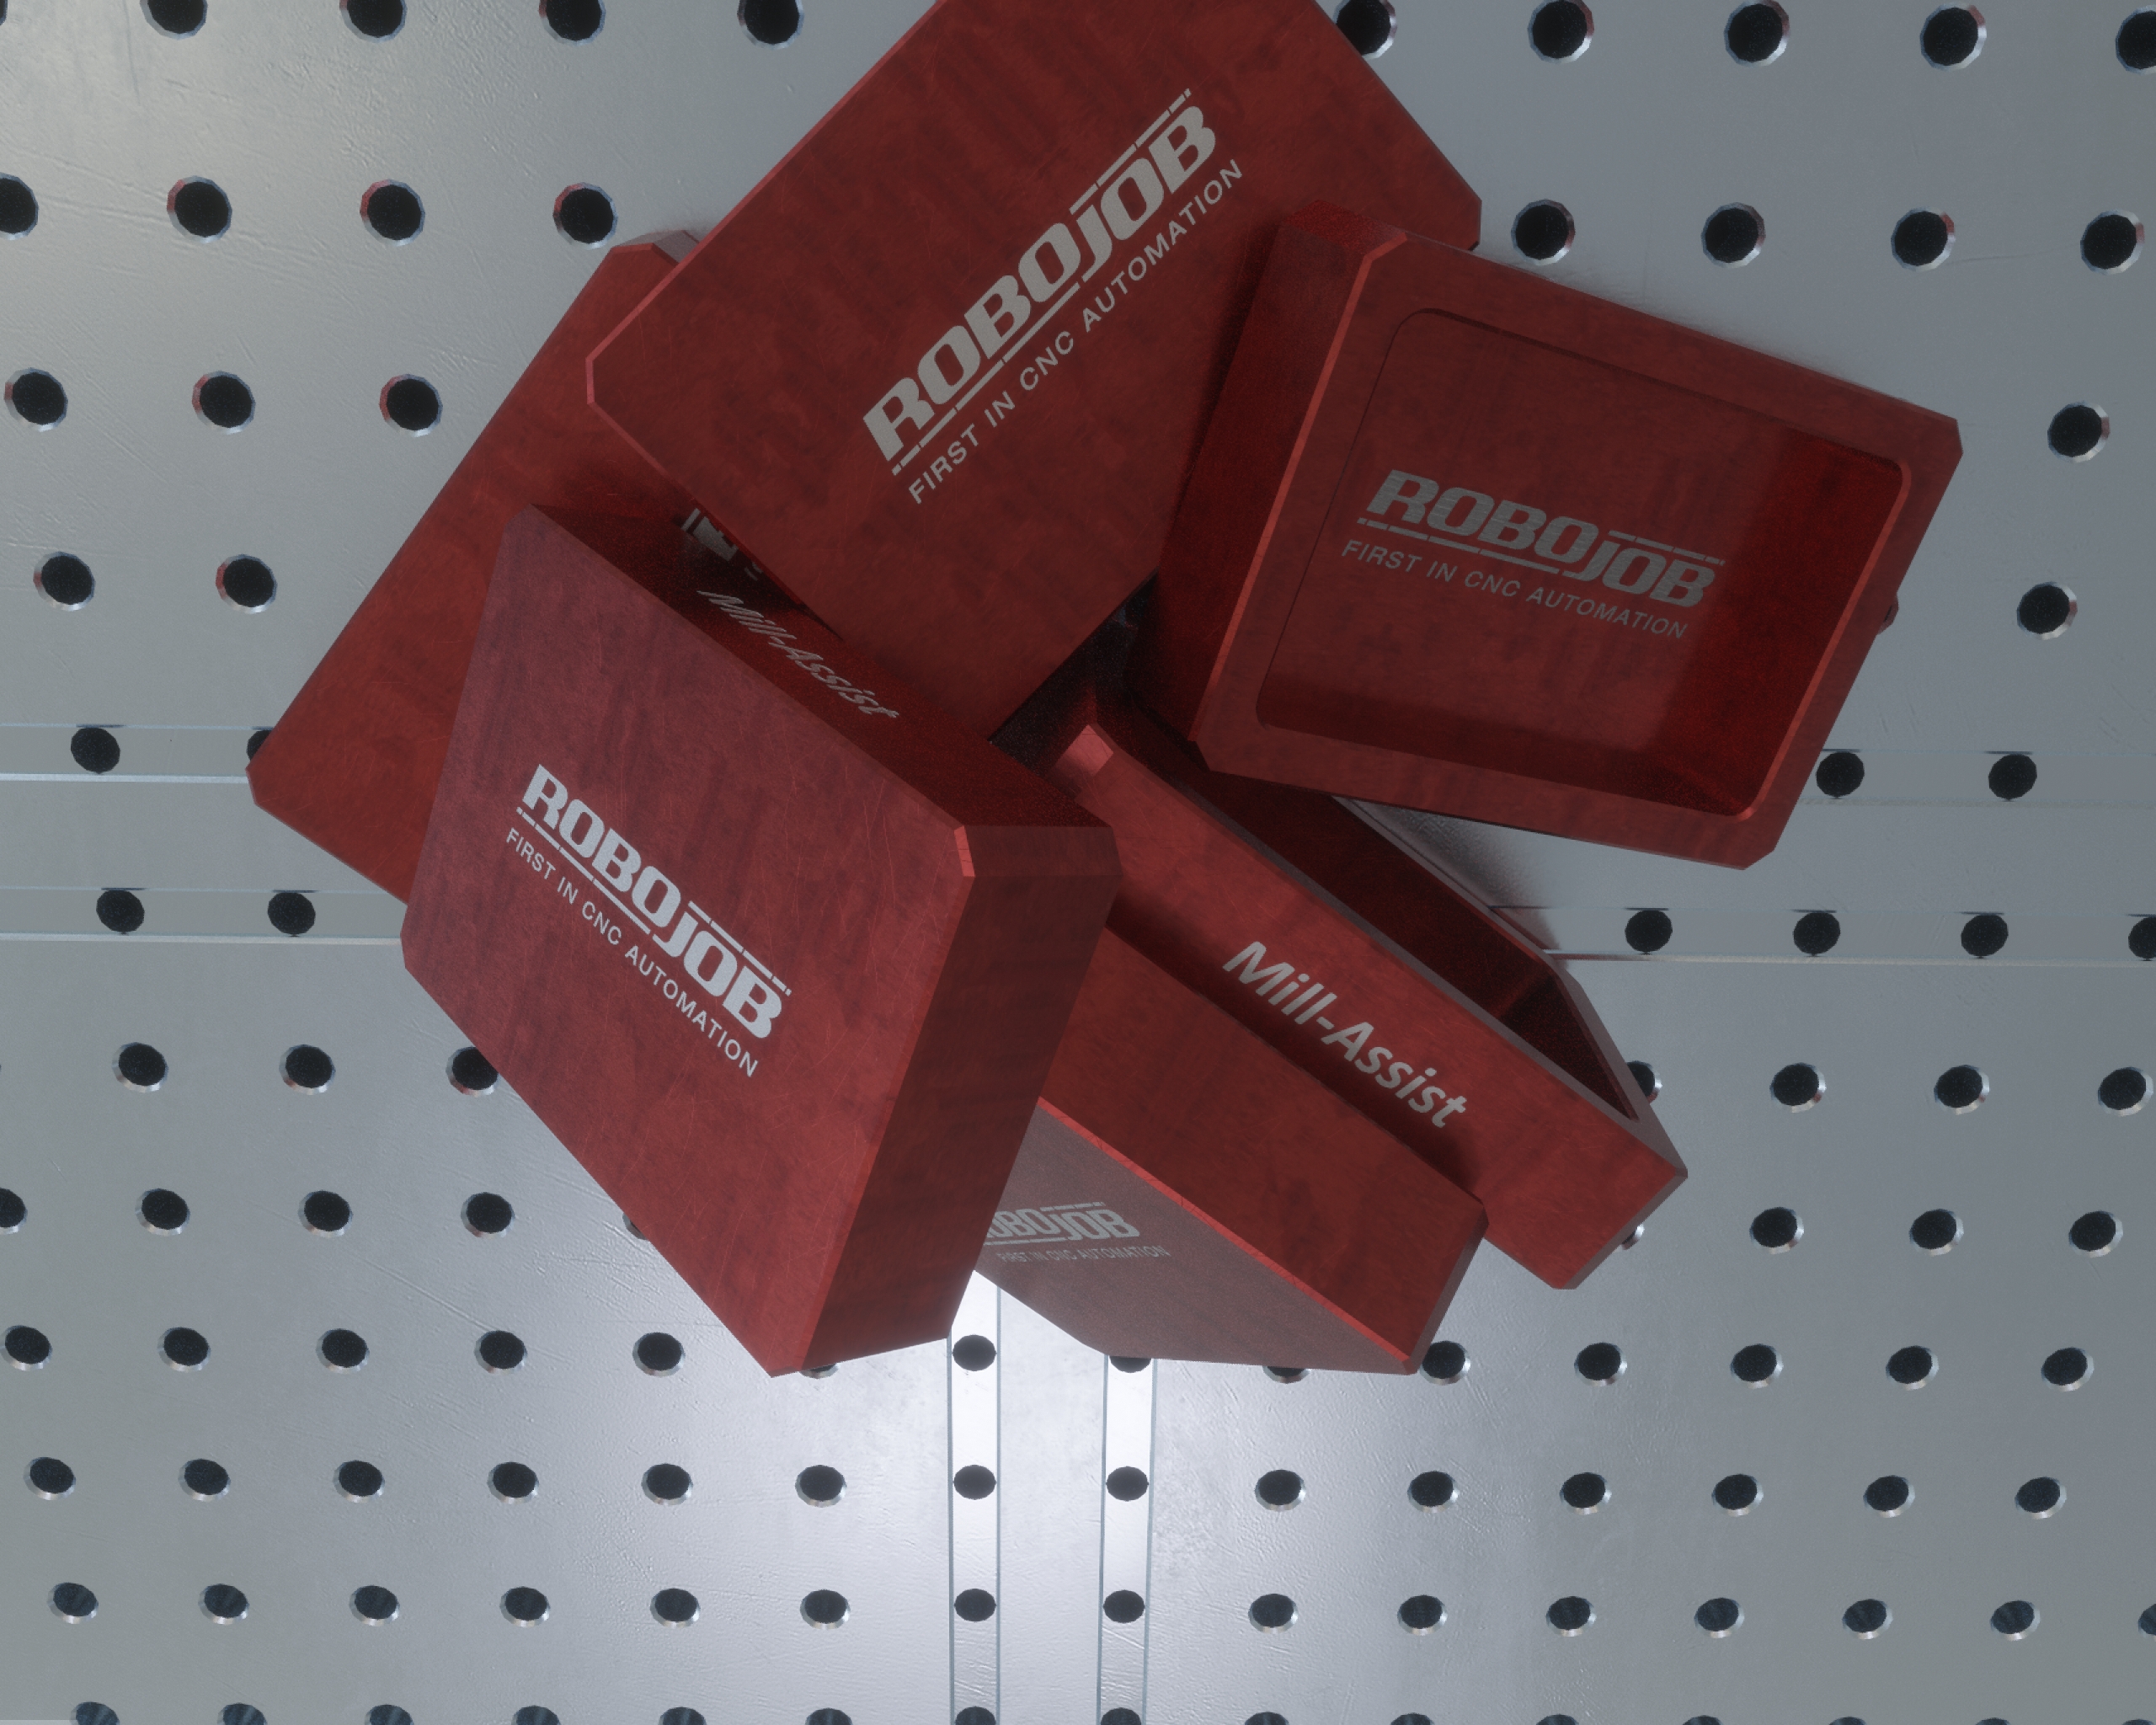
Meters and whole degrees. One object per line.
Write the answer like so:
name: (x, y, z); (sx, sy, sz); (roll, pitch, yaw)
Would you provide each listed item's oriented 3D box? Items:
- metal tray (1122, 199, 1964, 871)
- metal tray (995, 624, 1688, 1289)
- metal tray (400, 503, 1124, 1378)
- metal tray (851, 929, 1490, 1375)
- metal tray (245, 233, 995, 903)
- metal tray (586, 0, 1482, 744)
metal tray: (0.083, -0.052, 0.366); (0.131, 0.030, 0.089); (9, 112, -27)
metal tray: (0.044, 0.013, 0.383); (0.130, 0.090, 0.030); (36, 106, -13)
metal tray: (-0.058, 0.007, 0.335); (0.030, 0.130, 0.089); (0, 117, -46)
metal tray: (0.002, 0.055, 0.383); (0.090, 0.130, 0.030); (37, 67, -13)
metal tray: (-0.082, -0.040, 0.395); (0.090, 0.030, 0.130); (37, 106, -14)
metal tray: (-0.007, -0.095, 0.356); (0.130, 0.030, 0.090); (-46, 108, 0)
